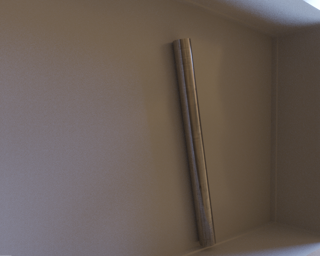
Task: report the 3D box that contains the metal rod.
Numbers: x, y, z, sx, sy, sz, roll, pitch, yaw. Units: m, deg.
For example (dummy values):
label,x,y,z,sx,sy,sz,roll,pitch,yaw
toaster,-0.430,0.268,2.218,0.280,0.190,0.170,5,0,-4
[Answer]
label,x,y,z,sx,sy,sz,roll,pitch,yaw
metal rod,0.051,0.025,0.447,0.025,0.025,0.298,-14,99,-39
